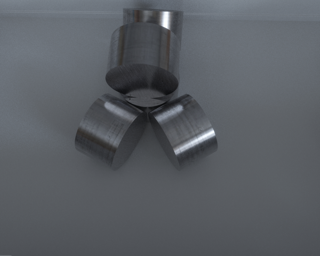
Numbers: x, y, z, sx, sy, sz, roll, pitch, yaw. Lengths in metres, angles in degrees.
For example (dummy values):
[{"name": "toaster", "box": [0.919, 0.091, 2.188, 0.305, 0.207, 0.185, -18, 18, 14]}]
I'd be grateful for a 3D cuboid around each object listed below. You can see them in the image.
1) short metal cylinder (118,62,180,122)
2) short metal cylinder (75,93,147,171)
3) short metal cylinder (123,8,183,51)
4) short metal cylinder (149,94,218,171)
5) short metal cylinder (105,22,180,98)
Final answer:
[{"name": "short metal cylinder", "box": [-0.015, -0.055, 0.413, 0.081, 0.050, 0.080, 0, 70, 0]}, {"name": "short metal cylinder", "box": [-0.058, 0.005, 0.376, 0.050, 0.080, 0.080, 28, 72, 10]}, {"name": "short metal cylinder", "box": [-0.010, -0.134, 0.421, 0.080, 0.080, 0.050, 4, 113, 1]}, {"name": "short metal cylinder", "box": [0.027, 0.005, 0.377, 0.050, 0.080, 0.080, -27, 73, -9]}, {"name": "short metal cylinder", "box": [-0.018, -0.074, 0.352, 0.080, 0.080, 0.050, 3, 70, 1]}]
